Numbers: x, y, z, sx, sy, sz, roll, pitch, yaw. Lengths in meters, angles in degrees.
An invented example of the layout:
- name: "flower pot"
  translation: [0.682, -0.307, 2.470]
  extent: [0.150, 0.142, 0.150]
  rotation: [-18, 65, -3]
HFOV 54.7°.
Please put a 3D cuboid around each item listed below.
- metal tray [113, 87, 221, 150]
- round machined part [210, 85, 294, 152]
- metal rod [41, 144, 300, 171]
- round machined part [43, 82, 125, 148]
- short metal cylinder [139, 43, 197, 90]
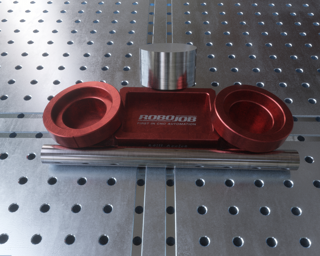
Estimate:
- name: "metal tray"
  translation: [0.010, -0.012, 0.409]
  extent: [0.131, 0.030, 0.090]
  rotation: [1, 51, 0]
- name: "round machined part"
  translation: [0.112, -0.008, 0.392]
  extent: [0.099, 0.042, 0.098]
  rotation: [5, 48, -6]
- name: "metal rod"
  translation: [0.011, 0.035, 0.373]
  extent: [0.302, 0.025, 0.025]
  rotation: [1, 50, 1]
- name: "round machined part"
  translation: [-0.093, -0.012, 0.395]
  extent: [0.099, 0.042, 0.098]
  rotation: [-5, 47, 6]
- name: "short metal cylinder"
  translation: [0.011, -0.090, 0.443]
  extent: [0.081, 0.050, 0.080]
  rotation: [0, 24, 0]
